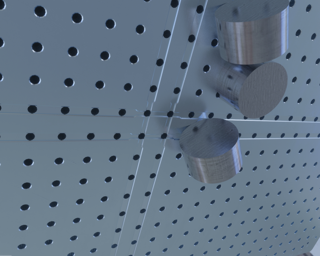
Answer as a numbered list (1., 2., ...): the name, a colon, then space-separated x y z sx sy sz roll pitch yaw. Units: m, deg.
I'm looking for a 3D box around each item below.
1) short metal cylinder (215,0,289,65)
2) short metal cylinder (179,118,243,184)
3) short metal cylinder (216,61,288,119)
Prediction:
1. short metal cylinder: 0.108 -0.116 0.362 0.080 0.080 0.050 -26 128 -12
2. short metal cylinder: 0.072 0.031 0.434 0.080 0.080 0.050 -28 128 -11
3. short metal cylinder: 0.126 -0.060 0.427 0.081 0.050 0.079 -14 124 -21
